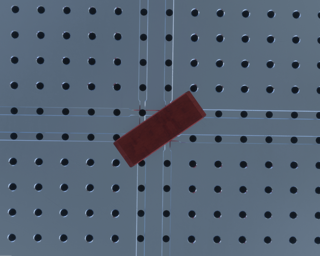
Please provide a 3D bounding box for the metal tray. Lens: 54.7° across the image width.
[{"bbox_3d":[0.000,0.001,0.361,0.090,0.130,0.030,-35,90,0],"label":"metal tray"}]
